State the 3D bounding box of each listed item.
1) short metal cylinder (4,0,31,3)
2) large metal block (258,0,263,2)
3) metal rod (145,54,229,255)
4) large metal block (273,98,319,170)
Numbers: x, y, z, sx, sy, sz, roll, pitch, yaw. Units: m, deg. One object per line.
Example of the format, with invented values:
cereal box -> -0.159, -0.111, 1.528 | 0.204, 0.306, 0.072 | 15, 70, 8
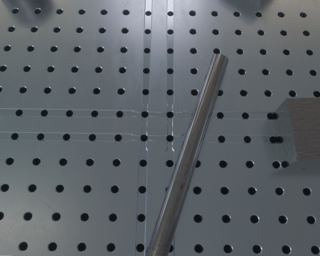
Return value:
short metal cylinder -> -0.230, -0.246, 0.487 | 0.081, 0.050, 0.080 | 0, 70, 0
large metal block -> 0.159, -0.265, 0.496 | 0.080, 0.050, 0.080 | 39, 74, 13
metal rod -> 0.038, 0.033, 0.399 | 0.025, 0.025, 0.300 | 18, 71, 6
large metal block -> 0.199, 0.008, 0.397 | 0.081, 0.050, 0.080 | -1, 70, -1
